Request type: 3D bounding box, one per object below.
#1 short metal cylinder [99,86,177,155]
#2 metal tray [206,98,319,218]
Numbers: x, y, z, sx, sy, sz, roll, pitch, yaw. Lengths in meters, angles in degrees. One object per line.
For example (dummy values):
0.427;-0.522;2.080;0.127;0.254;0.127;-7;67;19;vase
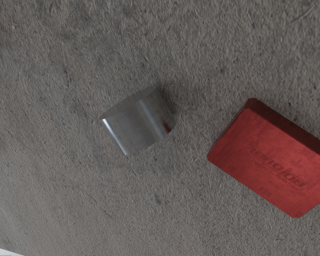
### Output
-0.027;-0.010;0.379;0.080;0.080;0.050;-19;108;35;short metal cylinder
0.132;0.037;0.357;0.130;0.030;0.089;34;129;5;metal tray
